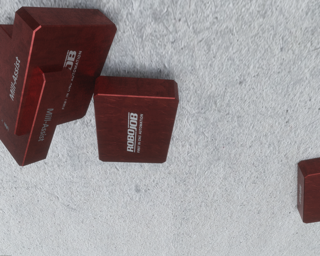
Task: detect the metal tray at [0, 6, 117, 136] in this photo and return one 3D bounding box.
[{"bbox_3d":[-0.105,-0.056,0.318,0.030,0.091,0.129,45,129,20],"label":"metal tray"}]

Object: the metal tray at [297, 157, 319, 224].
[{"bbox_3d":[0.269,0.098,0.490,0.090,0.030,0.129,-12,129,10],"label":"metal tray"}]

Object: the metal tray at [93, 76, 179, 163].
[{"bbox_3d":[-0.031,-0.004,0.382,0.091,0.030,0.129,2,141,-6],"label":"metal tray"}]

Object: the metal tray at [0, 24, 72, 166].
[{"bbox_3d":[-0.148,-0.033,0.336,0.090,0.030,0.129,45,127,20],"label":"metal tray"}]
